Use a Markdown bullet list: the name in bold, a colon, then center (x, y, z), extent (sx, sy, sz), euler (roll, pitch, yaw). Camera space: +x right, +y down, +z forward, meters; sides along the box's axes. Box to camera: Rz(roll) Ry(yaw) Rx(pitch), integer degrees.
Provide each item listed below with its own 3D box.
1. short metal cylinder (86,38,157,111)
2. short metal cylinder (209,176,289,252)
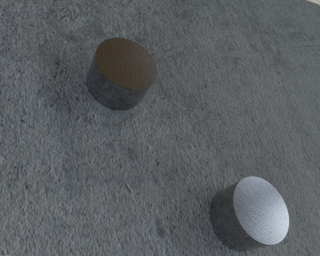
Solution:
- **short metal cylinder**: center (-0.050, -0.070, 0.403), extent (0.081, 0.050, 0.080), euler (14, 56, -21)
- **short metal cylinder**: center (0.109, 0.106, 0.381), extent (0.081, 0.050, 0.080), euler (14, 56, -21)
